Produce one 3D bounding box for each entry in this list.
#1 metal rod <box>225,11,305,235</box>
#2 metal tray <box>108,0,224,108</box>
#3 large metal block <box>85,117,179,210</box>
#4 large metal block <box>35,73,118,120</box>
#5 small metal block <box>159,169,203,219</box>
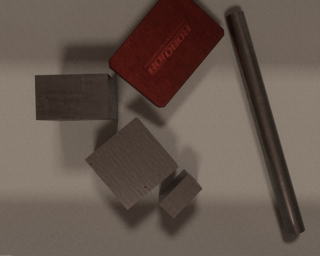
[{"bbox_3d":[0.140,-0.007,0.413,0.025,0.025,0.298,-16,90,0],"label":"metal rod"},{"bbox_3d":[0.008,-0.102,0.400,0.090,0.030,0.130,40,90,-12],"label":"metal tray"},{"bbox_3d":[-0.034,0.043,0.399,0.080,0.050,0.080,-40,91,0],"label":"large metal block"},{"bbox_3d":[-0.098,-0.035,0.383,0.081,0.080,0.050,-2,90,-1],"label":"large metal block"},{"bbox_3d":[0.025,0.083,0.399,0.025,0.050,0.050,44,90,-1],"label":"small metal block"}]
